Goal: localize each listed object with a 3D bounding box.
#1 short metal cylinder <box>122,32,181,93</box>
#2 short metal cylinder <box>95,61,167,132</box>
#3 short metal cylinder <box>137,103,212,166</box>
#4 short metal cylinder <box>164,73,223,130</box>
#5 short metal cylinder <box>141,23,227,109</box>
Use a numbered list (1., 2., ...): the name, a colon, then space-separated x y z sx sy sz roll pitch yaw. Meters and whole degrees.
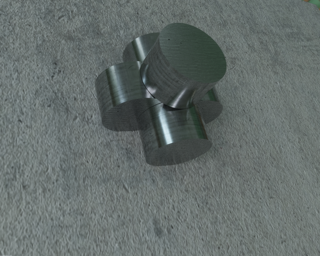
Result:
1. short metal cylinder: -0.006 -0.082 0.418 0.081 0.080 0.050 -2 63 -30
2. short metal cylinder: -0.034 -0.036 0.375 0.081 0.080 0.050 -1 63 -29
3. short metal cylinder: 0.017 0.008 0.376 0.081 0.080 0.050 0 62 -29
4. short metal cylinder: 0.037 -0.036 0.414 0.081 0.080 0.050 0 62 -29
5. short metal cylinder: 0.025 -0.068 0.343 0.081 0.050 0.080 14 56 -21
